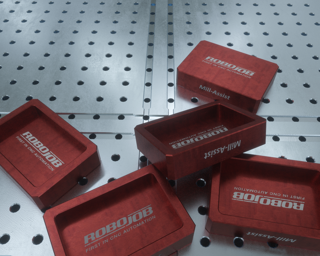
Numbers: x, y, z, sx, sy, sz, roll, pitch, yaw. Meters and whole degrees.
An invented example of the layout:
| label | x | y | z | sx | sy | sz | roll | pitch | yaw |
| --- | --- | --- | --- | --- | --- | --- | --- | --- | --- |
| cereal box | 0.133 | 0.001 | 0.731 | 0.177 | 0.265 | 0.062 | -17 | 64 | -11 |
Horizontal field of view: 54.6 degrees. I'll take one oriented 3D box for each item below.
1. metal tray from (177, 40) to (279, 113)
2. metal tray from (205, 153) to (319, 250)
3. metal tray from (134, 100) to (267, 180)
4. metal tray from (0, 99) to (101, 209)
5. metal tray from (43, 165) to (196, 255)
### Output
| label | x | y | z | sx | sy | sz | roll | pitch | yaw |
| --- | --- | --- | --- | --- | --- | --- | --- | --- | --- |
| metal tray | 0.102 | -0.082 | 0.474 | 0.130 | 0.030 | 0.090 | 24 | 54 | 19 |
| metal tray | 0.120 | 0.076 | 0.341 | 0.131 | 0.030 | 0.090 | 8 | 50 | 6 |
| metal tray | 0.047 | 0.008 | 0.366 | 0.131 | 0.030 | 0.090 | -18 | 27 | -22 |
| metal tray | -0.150 | 0.026 | 0.382 | 0.130 | 0.030 | 0.090 | 34 | 58 | 25 |
| metal tray | -0.041 | 0.101 | 0.319 | 0.131 | 0.030 | 0.090 | -22 | 54 | -18 |
